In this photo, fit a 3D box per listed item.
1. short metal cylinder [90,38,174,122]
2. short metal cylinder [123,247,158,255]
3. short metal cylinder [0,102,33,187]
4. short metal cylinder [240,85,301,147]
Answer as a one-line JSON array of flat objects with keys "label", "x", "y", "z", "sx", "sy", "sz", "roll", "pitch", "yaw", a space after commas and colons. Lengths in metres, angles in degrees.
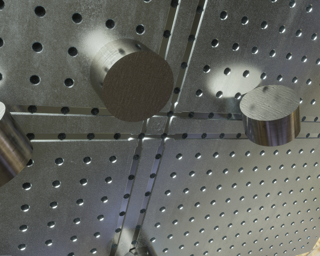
[{"label": "short metal cylinder", "x": -0.032, "y": -0.053, "z": 0.344, "sx": 0.081, "sy": 0.050, "sz": 0.079, "roll": -14, "pitch": 124, "yaw": -21}, {"label": "short metal cylinder", "x": -0.032, "y": 0.254, "z": 0.534, "sx": 0.081, "sy": 0.050, "sz": 0.079, "roll": -14, "pitch": 124, "yaw": -21}, {"label": "short metal cylinder", "x": -0.171, "y": 0.018, "z": 0.293, "sx": 0.080, "sy": 0.080, "sz": 0.050, "roll": -27, "pitch": 128, "yaw": -11}, {"label": "short metal cylinder", "x": 0.161, "y": -0.019, "z": 0.452, "sx": 0.080, "sy": 0.080, "sz": 0.050, "roll": -30, "pitch": 129, "yaw": -9}]
